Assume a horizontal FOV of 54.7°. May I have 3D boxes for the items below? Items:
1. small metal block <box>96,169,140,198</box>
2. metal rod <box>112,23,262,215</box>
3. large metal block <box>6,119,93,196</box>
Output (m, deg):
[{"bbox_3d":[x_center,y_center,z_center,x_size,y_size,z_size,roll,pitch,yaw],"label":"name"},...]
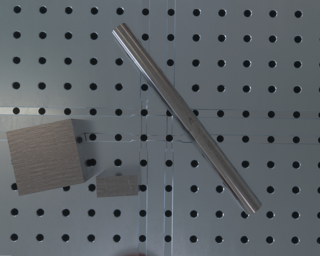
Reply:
[{"bbox_3d":[-0.052,0.070,0.400,0.050,0.050,0.025,-3,90,0],"label":"small metal block"},{"bbox_3d":[0.036,-0.012,0.413,0.025,0.025,0.299,-37,90,0],"label":"metal rod"},{"bbox_3d":[-0.139,0.035,0.400,0.080,0.050,0.080,-11,90,0],"label":"large metal block"}]
